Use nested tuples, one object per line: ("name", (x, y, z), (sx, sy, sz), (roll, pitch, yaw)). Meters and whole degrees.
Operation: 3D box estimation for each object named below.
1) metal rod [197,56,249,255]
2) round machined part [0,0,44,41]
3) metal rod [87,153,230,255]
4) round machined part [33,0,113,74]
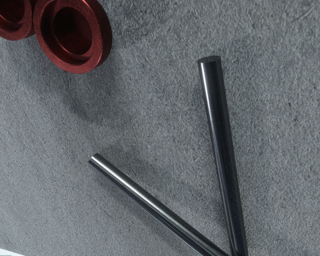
("metal rod", (0.086, 0.057, 0.396), (0.025, 0.025, 0.298), (0, 119, 28))
("round machined part", (-0.185, -0.164, 0.392), (0.098, 0.042, 0.097), (13, 124, 21))
("metal rod", (0.012, 0.137, 0.469), (0.300, 0.025, 0.025), (36, 129, 10))
("round machined part", (-0.099, -0.119, 0.375), (0.098, 0.042, 0.097), (13, 124, 21))
